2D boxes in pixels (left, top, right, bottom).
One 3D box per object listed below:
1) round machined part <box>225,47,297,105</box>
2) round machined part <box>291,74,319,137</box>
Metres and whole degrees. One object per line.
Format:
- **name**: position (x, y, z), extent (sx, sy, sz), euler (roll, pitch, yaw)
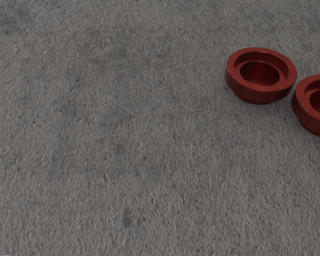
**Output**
- **round machined part**: position (0.144, -0.072, 0.454), extent (0.099, 0.042, 0.098), euler (0, 50, 0)
- **round machined part**: position (0.225, -0.024, 0.414), extent (0.099, 0.042, 0.098), euler (0, 50, 0)
